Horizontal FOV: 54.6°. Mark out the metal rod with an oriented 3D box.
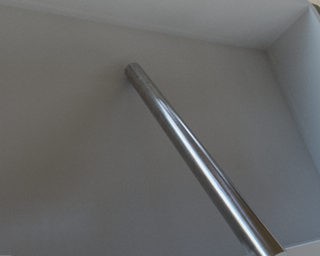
[{"bbox_3d":[0.024,0.010,0.334,0.025,0.025,0.300,-3,39,-29],"label":"metal rod"}]
